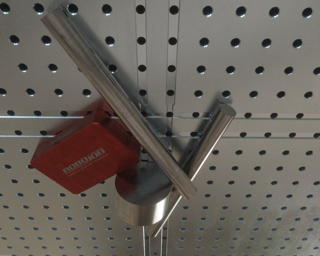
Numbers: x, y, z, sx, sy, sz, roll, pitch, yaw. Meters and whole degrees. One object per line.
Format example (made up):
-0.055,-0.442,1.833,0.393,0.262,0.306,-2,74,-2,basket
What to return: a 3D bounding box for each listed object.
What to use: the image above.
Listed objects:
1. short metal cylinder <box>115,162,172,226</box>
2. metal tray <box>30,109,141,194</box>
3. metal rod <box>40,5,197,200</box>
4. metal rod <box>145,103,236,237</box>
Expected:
-0.026,0.096,0.457,0.081,0.080,0.050,4,130,-4,short metal cylinder
-0.104,0.038,0.440,0.130,0.030,0.090,-29,125,22,metal tray
-0.033,-0.010,0.384,0.025,0.025,0.300,-25,121,19,metal rod
0.035,0.084,0.483,0.025,0.025,0.298,15,129,-13,metal rod
